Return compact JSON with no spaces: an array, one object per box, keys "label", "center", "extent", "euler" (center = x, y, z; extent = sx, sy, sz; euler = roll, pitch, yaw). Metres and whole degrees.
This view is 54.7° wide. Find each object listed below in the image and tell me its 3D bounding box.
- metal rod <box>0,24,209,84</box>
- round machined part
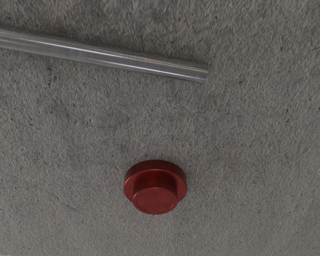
[{"label":"metal rod","center":[-0.096,-0.085,0.333],"extent":[0.302,0.025,0.025],"euler":[9,130,-8]},{"label":"round machined part","center":[-0.007,0.097,0.479],"extent":[0.099,0.042,0.097],"euler":[0,130,0]}]
